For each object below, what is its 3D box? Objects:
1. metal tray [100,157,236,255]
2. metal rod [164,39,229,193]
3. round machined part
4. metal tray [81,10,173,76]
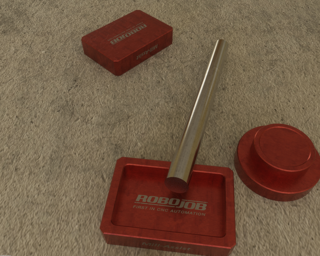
[{"bbox_3d":[0.011,0.081,0.331,0.131,0.030,0.090,5,50,4],"label":"metal tray"},{"bbox_3d":[0.060,-0.040,0.415,0.025,0.025,0.301,13,44,10],"label":"metal rod"},{"bbox_3d":[0.141,0.033,0.366,0.099,0.042,0.098,0,50,0],"label":"round machined part"},{"bbox_3d":[-0.053,-0.148,0.524,0.090,0.030,0.131,37,59,26],"label":"metal tray"}]
